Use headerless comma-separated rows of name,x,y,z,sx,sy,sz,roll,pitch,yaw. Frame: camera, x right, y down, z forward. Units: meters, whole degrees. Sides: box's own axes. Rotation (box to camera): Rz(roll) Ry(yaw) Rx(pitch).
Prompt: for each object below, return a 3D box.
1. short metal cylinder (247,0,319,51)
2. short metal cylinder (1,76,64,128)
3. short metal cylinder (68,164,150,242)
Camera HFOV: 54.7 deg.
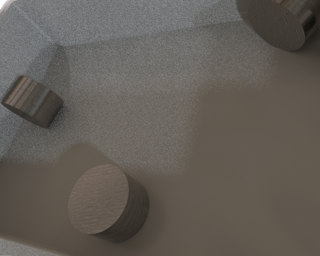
short metal cylinder,0.155,-0.141,0.376,0.050,0.080,0.080,-48,51,-5
short metal cylinder,-0.206,-0.040,0.503,0.080,0.080,0.050,15,70,34
short metal cylinder,-0.060,0.089,0.366,0.080,0.050,0.080,-13,56,21
